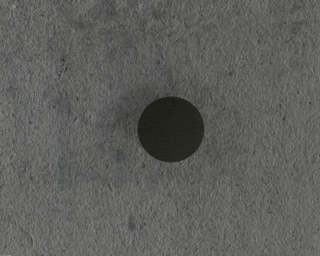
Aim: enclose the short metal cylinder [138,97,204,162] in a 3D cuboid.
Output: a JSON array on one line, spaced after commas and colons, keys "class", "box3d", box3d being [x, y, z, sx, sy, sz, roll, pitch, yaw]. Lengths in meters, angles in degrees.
[{"class": "short metal cylinder", "box3d": [0.013, 0.002, 0.399, 0.081, 0.050, 0.079, 0, 90, -1]}]
